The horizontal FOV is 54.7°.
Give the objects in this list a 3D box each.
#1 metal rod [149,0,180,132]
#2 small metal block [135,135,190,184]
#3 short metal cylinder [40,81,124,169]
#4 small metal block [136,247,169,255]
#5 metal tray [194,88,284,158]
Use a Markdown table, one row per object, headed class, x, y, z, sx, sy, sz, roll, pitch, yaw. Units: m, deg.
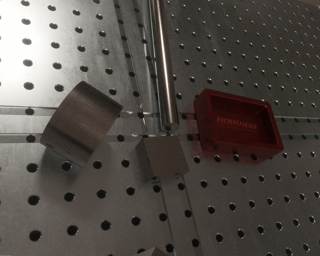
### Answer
| class | x | y | z | sx | sy | sz | roll | pitch | yaw |
| --- | --- | --- | --- | --- | --- | --- | --- | --- | --- |
| metal rod | 0.002 | -0.131 | 0.490 | 0.025 | 0.025 | 0.299 | 9 | 58 | -24 |
| small metal block | 0.003 | 0.038 | 0.388 | 0.050 | 0.025 | 0.050 | -4 | 64 | -30 |
| short metal cylinder | -0.082 | -0.003 | 0.332 | 0.050 | 0.080 | 0.080 | 33 | 51 | -7 |
| small metal block | -0.015 | 0.147 | 0.296 | 0.025 | 0.050 | 0.050 | 37 | 51 | -4 |
| metal tray | 0.121 | -0.006 | 0.475 | 0.131 | 0.030 | 0.090 | 8 | 58 | -24 |
